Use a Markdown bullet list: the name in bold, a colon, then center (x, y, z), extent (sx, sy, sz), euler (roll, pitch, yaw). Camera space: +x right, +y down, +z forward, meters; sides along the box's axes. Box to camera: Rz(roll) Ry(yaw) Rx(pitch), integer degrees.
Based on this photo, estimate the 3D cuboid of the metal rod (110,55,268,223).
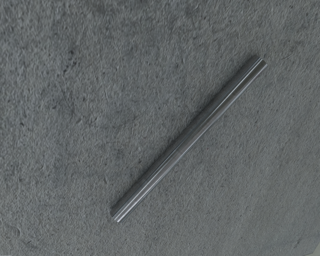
- **metal rod**: center (0.037, 0.019, 0.437), extent (0.300, 0.025, 0.025), euler (-48, 129, 5)
